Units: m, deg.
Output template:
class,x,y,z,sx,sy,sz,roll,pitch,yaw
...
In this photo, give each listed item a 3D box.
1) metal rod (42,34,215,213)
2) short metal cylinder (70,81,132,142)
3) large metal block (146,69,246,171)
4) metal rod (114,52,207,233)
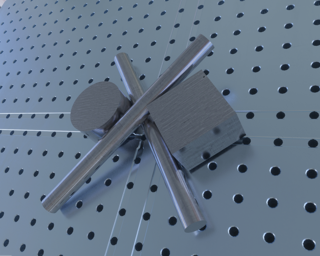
class,x,y,z,sx,sy,sz,roll,pitch,yaw
metal rod,-0.045,-0.001,0.401,0.300,0.025,0.025,-46,51,7
short metal cylinder,-0.078,-0.019,0.440,0.080,0.050,0.080,-13,56,21
large metal block,0.042,-0.009,0.370,0.080,0.050,0.080,-33,52,6
metal rod,-0.013,-0.005,0.412,0.025,0.025,0.300,-31,52,8
